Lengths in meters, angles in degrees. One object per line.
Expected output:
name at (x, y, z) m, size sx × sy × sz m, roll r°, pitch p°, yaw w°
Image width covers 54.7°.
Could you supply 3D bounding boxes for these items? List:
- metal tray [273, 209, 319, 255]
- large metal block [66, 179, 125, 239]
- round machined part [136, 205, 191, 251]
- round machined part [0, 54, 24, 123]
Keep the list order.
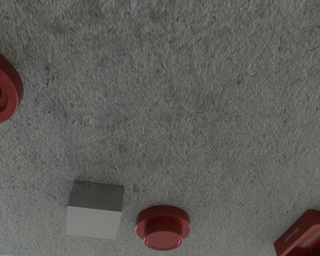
metal tray at (0.289, 0.209, 0.586) m, size 0.091 × 0.030 × 0.129 m, roll 12°, pitch 129°, yaw -11°
large metal block at (-0.105, 0.134, 0.503) m, size 0.081 × 0.050 × 0.079 m, roll 9°, pitch 130°, yaw -8°
round machined part at (0.006, 0.184, 0.553) m, size 0.099 × 0.042 × 0.097 m, roll -1°, pitch 130°, yaw 0°
round machined part at (-0.204, -0.053, 0.348) m, size 0.099 × 0.042 × 0.097 m, roll -1°, pitch 130°, yaw 0°
